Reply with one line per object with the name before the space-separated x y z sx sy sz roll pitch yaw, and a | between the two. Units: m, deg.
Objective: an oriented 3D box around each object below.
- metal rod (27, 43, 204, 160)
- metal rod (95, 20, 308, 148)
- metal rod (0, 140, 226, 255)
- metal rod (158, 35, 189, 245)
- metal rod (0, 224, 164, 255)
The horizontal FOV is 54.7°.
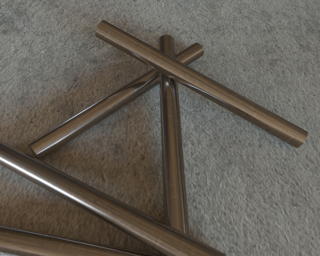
metal rod | -0.045 -0.050 0.444 0.302 0.025 0.025 -36 59 -27
metal rod | 0.050 -0.060 0.406 0.301 0.025 0.025 30 55 4
metal rod | -0.078 0.072 0.324 0.301 0.025 0.025 21 53 22
metal rod | 0.013 -0.010 0.393 0.025 0.025 0.300 -1 56 -1
metal rod | -0.081 0.121 0.300 0.302 0.025 0.025 8 51 6
